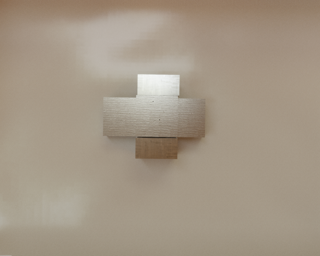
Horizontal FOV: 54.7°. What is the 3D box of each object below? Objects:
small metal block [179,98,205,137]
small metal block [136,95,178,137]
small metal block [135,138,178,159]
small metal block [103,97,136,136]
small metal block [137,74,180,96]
[{"bbox_3d":[0.033,-0.013,0.410,0.050,0.025,0.050,1,90,-1],"label":"small metal block"},{"bbox_3d":[-0.004,-0.014,0.384,0.050,0.025,0.050,1,90,-1],"label":"small metal block"},{"bbox_3d":[-0.004,0.024,0.396,0.050,0.050,0.025,1,90,0],"label":"small metal block"},{"bbox_3d":[-0.047,-0.014,0.409,0.050,0.025,0.050,1,90,0],"label":"small metal block"},{"bbox_3d":[-0.002,-0.052,0.396,0.050,0.050,0.025,1,90,0],"label":"small metal block"}]
